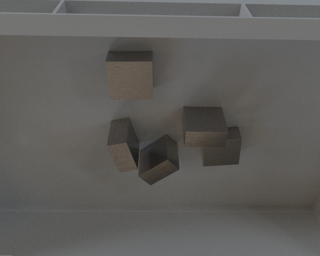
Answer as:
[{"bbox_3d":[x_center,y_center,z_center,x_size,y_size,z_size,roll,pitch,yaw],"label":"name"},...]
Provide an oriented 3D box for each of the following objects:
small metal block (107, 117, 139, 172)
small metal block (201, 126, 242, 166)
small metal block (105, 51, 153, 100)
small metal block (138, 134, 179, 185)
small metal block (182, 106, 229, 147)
[{"bbox_3d":[-0.047,0.022,0.411,0.025,0.050,0.050,-11,130,8],"label":"small metal block"},{"bbox_3d":[0.084,0.026,0.433,0.050,0.025,0.050,-4,130,2],"label":"small metal block"},{"bbox_3d":[-0.033,-0.060,0.357,0.050,0.025,0.050,-1,130,0],"label":"small metal block"},{"bbox_3d":[-0.002,0.044,0.430,0.050,0.050,0.025,-33,123,24],"label":"small metal block"},{"bbox_3d":[0.055,-0.002,0.392,0.050,0.050,0.025,1,130,-2],"label":"small metal block"}]
